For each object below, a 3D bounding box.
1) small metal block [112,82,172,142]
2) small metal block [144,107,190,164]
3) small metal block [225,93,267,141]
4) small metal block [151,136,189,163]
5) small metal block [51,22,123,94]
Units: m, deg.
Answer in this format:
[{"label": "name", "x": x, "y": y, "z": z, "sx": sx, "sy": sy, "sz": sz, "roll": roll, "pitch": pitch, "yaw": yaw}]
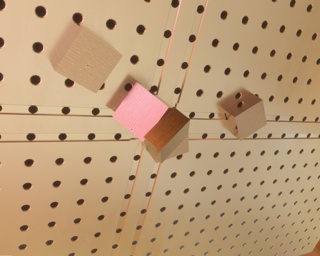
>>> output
[{"label": "small metal block", "x": -0.019, "y": -0.018, "z": 0.369, "sx": 0.050, "sy": 0.050, "sz": 0.025, "roll": -53, "pitch": 164, "yaw": 10}, {"label": "small metal block", "x": 0.009, "y": 0.010, "z": 0.370, "sx": 0.050, "sy": 0.025, "sz": 0.050, "roll": -46, "pitch": 163, "yaw": -15}, {"label": "small metal block", "x": 0.131, "y": -0.016, "z": 0.472, "sx": 0.050, "sy": 0.025, "sz": 0.050, "roll": -31, "pitch": 129, "yaw": -8}, {"label": "small metal block", "x": 0.011, "y": 0.014, "z": 0.425, "sx": 0.050, "sy": 0.025, "sz": 0.050, "roll": -17, "pitch": 125, "yaw": -19}, {"label": "small metal block", "x": -0.076, "y": -0.072, "z": 0.324, "sx": 0.050, "sy": 0.025, "sz": 0.050, "roll": 30, "pitch": 102, "yaw": -38}]
